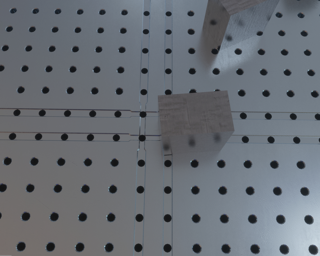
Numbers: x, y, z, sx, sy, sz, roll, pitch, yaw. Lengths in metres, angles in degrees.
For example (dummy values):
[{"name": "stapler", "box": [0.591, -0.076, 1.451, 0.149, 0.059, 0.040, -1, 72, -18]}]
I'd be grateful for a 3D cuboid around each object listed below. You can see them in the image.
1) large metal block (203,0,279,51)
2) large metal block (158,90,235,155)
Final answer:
[{"name": "large metal block", "box": [0.114, -0.167, 0.445, 0.080, 0.080, 0.050, -25, 72, -9]}, {"name": "large metal block", "box": [0.040, -0.004, 0.384, 0.081, 0.080, 0.050, -5, 70, -2]}]
